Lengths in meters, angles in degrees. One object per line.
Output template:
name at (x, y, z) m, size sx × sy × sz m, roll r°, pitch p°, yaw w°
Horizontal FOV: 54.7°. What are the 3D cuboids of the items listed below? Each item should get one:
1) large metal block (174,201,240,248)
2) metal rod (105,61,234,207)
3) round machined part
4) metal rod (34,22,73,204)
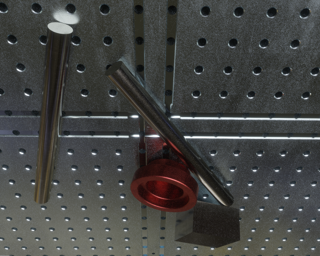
large metal block at (0.078, 0.164, 0.521) m, size 0.081 × 0.050 × 0.080 m, roll 14°, pitch 148°, yaw -12°
metal rod at (0.030, 0.027, 0.434) m, size 0.025 × 0.025 × 0.300 m, roll -27°, pitch 126°, yaw 20°
round machined part at (0.009, 0.082, 0.461) m, size 0.098 × 0.042 × 0.097 m, roll 9°, pitch 139°, yaw 8°
metal rod at (-0.148, 0.005, 0.413) m, size 0.025 × 0.025 × 0.298 m, roll 13°, pitch 129°, yaw -12°
